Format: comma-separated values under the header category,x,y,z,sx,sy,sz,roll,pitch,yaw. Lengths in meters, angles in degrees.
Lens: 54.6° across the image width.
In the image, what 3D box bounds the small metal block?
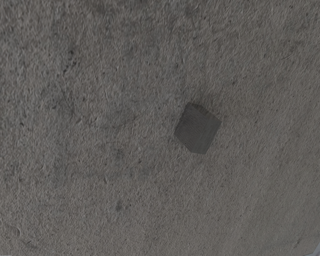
category,x,y,z,sx,sy,sz,roll,pitch,yaw
small metal block,0.049,0.000,0.417,0.025,0.050,0.050,11,113,-33
